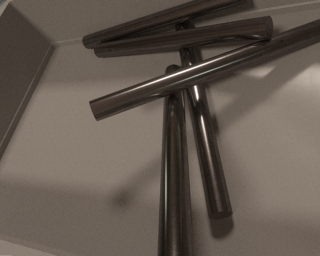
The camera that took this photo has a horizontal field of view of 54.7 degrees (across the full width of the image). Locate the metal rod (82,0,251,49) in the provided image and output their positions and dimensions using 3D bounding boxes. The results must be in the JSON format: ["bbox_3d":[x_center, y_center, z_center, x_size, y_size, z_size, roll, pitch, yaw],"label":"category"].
[{"bbox_3d":[-0.010,-0.166,0.485,0.300,0.025,0.025,-4,60,35],"label":"metal rod"}]

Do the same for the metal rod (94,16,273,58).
[{"bbox_3d":[0.009,-0.125,0.447,0.300,0.025,0.025,5,64,40],"label":"metal rod"}]

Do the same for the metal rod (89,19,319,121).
[{"bbox_3d":[0.065,-0.071,0.366,0.302,0.025,0.025,-20,53,-3],"label":"metal rod"}]

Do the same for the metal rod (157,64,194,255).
[{"bbox_3d":[0.015,0.007,0.323,0.025,0.025,0.300,-20,32,16],"label":"metal rod"}]

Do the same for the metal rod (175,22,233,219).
[{"bbox_3d":[0.049,-0.035,0.400,0.025,0.025,0.299,-18,55,17],"label":"metal rod"}]
